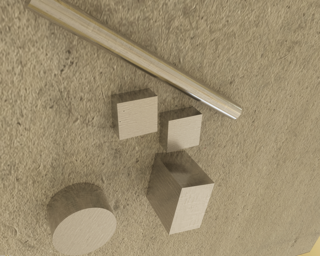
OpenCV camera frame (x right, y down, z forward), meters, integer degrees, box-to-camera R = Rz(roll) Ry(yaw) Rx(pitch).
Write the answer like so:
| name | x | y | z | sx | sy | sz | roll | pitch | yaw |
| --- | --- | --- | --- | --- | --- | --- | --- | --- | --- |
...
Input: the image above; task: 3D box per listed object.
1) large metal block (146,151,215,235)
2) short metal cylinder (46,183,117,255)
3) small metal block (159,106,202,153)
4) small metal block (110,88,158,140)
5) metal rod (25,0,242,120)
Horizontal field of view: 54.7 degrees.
| name | x | y | z | sx | sy | sz | roll | pitch | yaw |
| --- | --- | --- | --- | --- | --- | --- | --- | --- | --- |
| large metal block | 0.025 | 0.089 | 0.442 | 0.050 | 0.080 | 0.079 | -3 | 120 | -28 |
| short metal cylinder | -0.104 | 0.120 | 0.409 | 0.081 | 0.050 | 0.079 | -14 | 125 | -21 |
| small metal block | 0.028 | 0.002 | 0.425 | 0.050 | 0.025 | 0.050 | -12 | 124 | -22 |
| small metal block | -0.031 | -0.017 | 0.380 | 0.050 | 0.025 | 0.050 | -13 | 124 | -22 |
| metal rod | -0.002 | -0.070 | 0.363 | 0.302 | 0.025 | 0.025 | 23 | 106 | -37 |
